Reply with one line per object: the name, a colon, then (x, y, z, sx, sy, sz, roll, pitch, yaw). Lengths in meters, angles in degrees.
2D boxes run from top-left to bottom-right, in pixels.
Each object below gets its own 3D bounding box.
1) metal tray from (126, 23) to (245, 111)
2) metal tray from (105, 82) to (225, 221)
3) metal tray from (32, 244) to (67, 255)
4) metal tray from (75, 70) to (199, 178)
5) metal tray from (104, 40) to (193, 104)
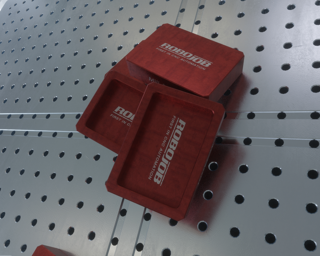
metal tray: (0.032, -0.084, 0.411, 0.130, 0.030, 0.090, 30, 63, 26)
metal tray: (0.008, 0.024, 0.342, 0.090, 0.030, 0.130, 20, 81, 13)
metal tray: (-0.111, 0.201, 0.341, 0.130, 0.030, 0.090, 17, 71, 35)
metal tray: (-0.027, -0.005, 0.386, 0.130, 0.030, 0.090, 28, 83, 14)
metal tray: (-0.016, -0.068, 0.456, 0.090, 0.030, 0.130, -43, 51, -2)
